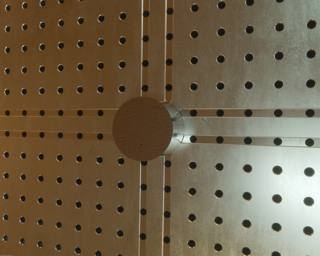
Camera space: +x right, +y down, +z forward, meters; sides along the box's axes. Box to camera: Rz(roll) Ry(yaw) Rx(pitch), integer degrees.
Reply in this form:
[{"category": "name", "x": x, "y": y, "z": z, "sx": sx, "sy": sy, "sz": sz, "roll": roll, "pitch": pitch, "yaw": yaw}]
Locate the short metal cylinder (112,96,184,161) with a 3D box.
[{"category": "short metal cylinder", "x": -0.014, "y": 0.001, "z": 0.403, "sx": 0.080, "sy": 0.050, "sz": 0.079, "roll": 0, "pitch": 90, "yaw": 19}]
